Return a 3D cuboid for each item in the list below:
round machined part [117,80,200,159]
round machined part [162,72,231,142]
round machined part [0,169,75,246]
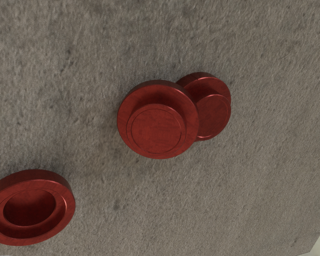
[{"bbox_3d":[-0.003,-0.004,0.366,0.099,0.042,0.097,2,115,4],"label":"round machined part"},{"bbox_3d":[0.055,-0.022,0.414,0.099,0.042,0.097,-14,125,-21],"label":"round machined part"},{"bbox_3d":[-0.155,0.088,0.367,0.099,0.042,0.097,-14,125,-21],"label":"round machined part"}]
